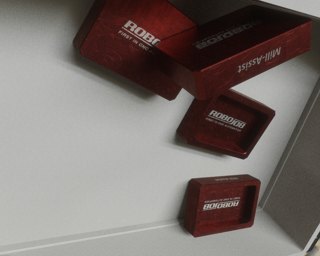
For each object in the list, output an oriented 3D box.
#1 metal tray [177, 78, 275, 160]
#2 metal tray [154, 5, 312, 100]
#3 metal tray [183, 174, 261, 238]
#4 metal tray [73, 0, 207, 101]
[{"bbox_3d":[0.099,-0.008,0.454,0.131,0.030,0.089,17,110,-35],"label":"metal tray"},{"bbox_3d":[0.071,-0.082,0.314,0.131,0.090,0.030,-26,128,-13],"label":"metal tray"},{"bbox_3d":[0.107,0.129,0.527,0.131,0.030,0.089,1,102,-28],"label":"metal tray"},{"bbox_3d":[-0.014,-0.095,0.339,0.131,0.030,0.090,24,105,-37],"label":"metal tray"}]
